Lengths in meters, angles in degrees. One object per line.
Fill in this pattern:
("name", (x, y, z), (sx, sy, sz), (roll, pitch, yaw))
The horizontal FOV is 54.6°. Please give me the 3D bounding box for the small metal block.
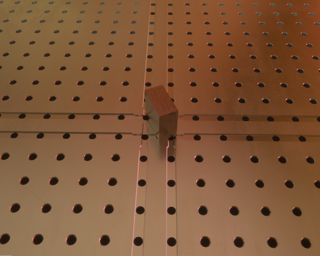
("small metal block", (0.001, -0.019, 0.408), (0.025, 0.050, 0.050), (-18, 53, -14))
